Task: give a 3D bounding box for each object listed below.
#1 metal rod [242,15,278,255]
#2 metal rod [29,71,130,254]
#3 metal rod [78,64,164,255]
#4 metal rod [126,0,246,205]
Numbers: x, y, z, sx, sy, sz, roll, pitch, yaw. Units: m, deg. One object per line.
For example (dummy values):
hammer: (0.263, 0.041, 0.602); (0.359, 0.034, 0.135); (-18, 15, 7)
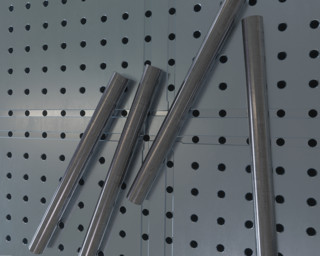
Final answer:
metal rod: (0.119, 0.018, 0.370); (0.025, 0.025, 0.298); (-4, 89, 20)
metal rod: (-0.122, 0.057, 0.456); (0.025, 0.025, 0.299); (31, 100, 17)
metal rod: (-0.058, 0.058, 0.433); (0.025, 0.025, 0.299); (23, 97, 18)
metal rod: (0.031, -0.034, 0.402); (0.025, 0.025, 0.299); (29, 99, 17)
